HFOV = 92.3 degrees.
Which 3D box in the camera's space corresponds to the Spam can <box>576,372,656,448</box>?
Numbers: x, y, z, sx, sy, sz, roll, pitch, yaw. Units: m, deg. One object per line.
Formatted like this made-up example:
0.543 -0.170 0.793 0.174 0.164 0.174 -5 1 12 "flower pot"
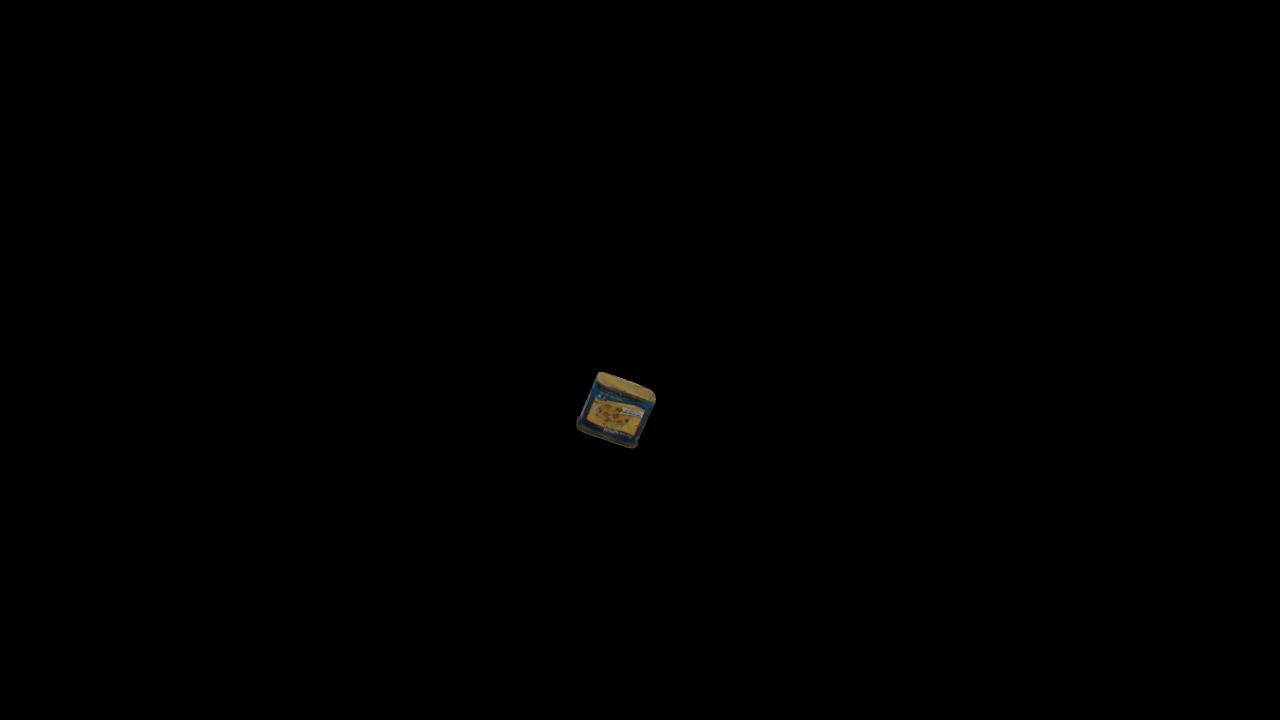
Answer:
-0.036 0.076 0.944 0.101 0.085 0.058 20 18 -9 "Spam can"
